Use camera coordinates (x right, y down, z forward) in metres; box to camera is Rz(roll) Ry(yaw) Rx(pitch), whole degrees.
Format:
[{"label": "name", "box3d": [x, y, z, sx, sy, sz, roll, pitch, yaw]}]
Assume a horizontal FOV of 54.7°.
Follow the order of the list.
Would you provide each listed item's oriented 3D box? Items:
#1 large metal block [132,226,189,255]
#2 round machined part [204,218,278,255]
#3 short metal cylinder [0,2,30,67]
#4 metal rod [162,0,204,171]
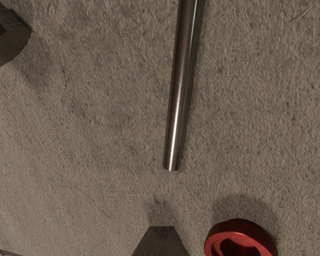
[{"label": "large metal block", "box3d": [0.002, 0.219, 0.504, 0.050, 0.080, 0.080, -13, 112, 33]}, {"label": "round machined part", "box3d": [0.115, 0.168, 0.438, 0.098, 0.042, 0.097, 13, 124, 20]}, {"label": "short metal cylinder", "box3d": [-0.223, -0.122, 0.411, 0.050, 0.080, 0.080, 46, 129, -4]}, {"label": "metal rod", "box3d": [0.027, -0.072, 0.346, 0.025, 0.025, 0.298, 17, 125, 18]}]
